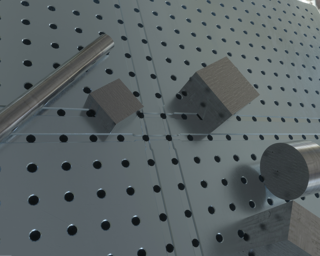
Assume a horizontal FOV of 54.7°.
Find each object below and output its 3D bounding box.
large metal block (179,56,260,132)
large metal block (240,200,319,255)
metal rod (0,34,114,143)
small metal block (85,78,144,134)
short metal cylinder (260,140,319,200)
[{"bbox_3d":[0.092,-0.054,0.477,0.081,0.050,0.080,-32,80,-38],"label":"large metal block"},{"bbox_3d":[0.160,0.141,0.375,0.080,0.080,0.050,34,51,-7],"label":"large metal block"},{"bbox_3d":[-0.145,-0.029,0.348,0.025,0.025,0.301,39,51,-3],"label":"metal rod"},{"bbox_3d":[-0.058,-0.029,0.396,0.050,0.025,0.050,49,51,6],"label":"small metal block"},{"bbox_3d":[0.192,0.059,0.443,0.050,0.080,0.080,-4,64,-30],"label":"short metal cylinder"}]
